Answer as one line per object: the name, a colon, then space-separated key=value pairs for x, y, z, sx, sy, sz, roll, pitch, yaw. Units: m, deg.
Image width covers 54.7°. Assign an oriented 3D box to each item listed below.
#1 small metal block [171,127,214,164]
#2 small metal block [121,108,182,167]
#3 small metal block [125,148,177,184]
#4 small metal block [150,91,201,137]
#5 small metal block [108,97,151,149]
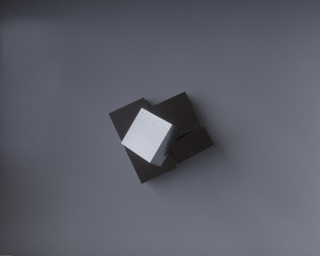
small metal block: x=0.037 y=0.021 z=0.398 sx=0.050 sy=0.050 sz=0.025 roll=-28 pitch=90 yaw=-1
small metal block: x=-0.011 y=0.011 z=0.372 sx=0.050 sy=0.025 sz=0.050 roll=30 pitch=90 yaw=34
small metal block: x=-0.011 y=0.039 z=0.410 sx=0.050 sy=0.025 sz=0.050 roll=-25 pitch=90 yaw=-1
small metal block: x=0.020 y=-0.014 z=0.410 sx=0.050 sy=0.025 sz=0.050 roll=-25 pitch=90 yaw=-1
small metal block: x=-0.033 y=-0.007 z=0.409 sx=0.050 sy=0.025 sz=0.050 roll=-25 pitch=90 yaw=-1
